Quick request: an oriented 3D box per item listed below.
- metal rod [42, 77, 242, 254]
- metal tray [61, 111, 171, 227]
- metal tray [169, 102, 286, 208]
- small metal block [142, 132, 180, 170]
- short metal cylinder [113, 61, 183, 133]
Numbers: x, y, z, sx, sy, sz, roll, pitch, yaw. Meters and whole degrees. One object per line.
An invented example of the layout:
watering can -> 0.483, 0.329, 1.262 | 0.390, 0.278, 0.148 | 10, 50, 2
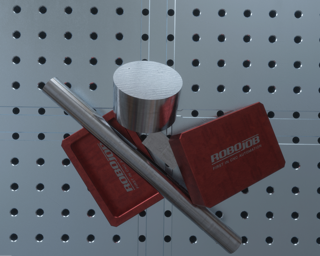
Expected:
metal rod -> -0.021, 0.046, 0.379 | 0.300, 0.025, 0.025 | 41, 90, -1
metal tray -> -0.055, 0.050, 0.406 | 0.090, 0.030, 0.130 | -32, 90, 0
metal tray -> 0.086, 0.030, 0.382 | 0.131, 0.030, 0.090 | -21, 90, -25
small metal block -> 0.005, 0.025, 0.396 | 0.050, 0.050, 0.025 | 41, 90, 0
short metal cylinder -> -0.016, -0.039, 0.376 | 0.080, 0.080, 0.050 | 8, 132, 0
